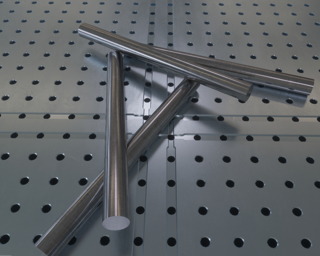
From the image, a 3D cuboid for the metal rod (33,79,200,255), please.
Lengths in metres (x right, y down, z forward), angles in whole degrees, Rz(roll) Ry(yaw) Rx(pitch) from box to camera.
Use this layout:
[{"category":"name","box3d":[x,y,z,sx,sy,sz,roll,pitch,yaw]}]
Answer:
[{"category":"metal rod","box3d":[-0.032,0.026,0.385,0.025,0.025,0.301,27,55,20]}]

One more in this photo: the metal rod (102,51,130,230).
[{"category":"metal rod","box3d":[-0.057,-0.013,0.394,0.025,0.025,0.300,-5,43,-4]}]

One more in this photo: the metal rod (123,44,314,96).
[{"category":"metal rod","box3d":[0.082,-0.098,0.490,0.301,0.025,0.025,15,52,12]}]

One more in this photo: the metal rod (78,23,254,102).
[{"category":"metal rod","box3d":[-0.006,-0.106,0.467,0.300,0.025,0.025,26,55,24]}]
